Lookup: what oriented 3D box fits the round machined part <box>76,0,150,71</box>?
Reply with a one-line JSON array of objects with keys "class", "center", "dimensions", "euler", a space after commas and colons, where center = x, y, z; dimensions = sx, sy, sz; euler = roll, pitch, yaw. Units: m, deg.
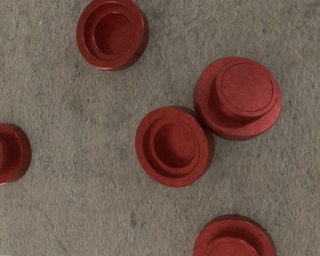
[{"class": "round machined part", "center": [-0.060, -0.125, 0.420], "dimensions": [0.098, 0.042, 0.097], "euler": [0, 90, 19]}]

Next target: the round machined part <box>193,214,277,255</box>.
[{"class": "round machined part", "center": [0.088, 0.157, 0.369], "dimensions": [0.098, 0.042, 0.097], "euler": [0, 90, 19]}]

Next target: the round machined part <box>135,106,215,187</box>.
[{"class": "round machined part", "center": [0.021, 0.020, 0.384], "dimensions": [0.098, 0.042, 0.097], "euler": [6, 102, 28]}]

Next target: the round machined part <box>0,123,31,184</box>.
[{"class": "round machined part", "center": [-0.257, 0.041, 0.489], "dimensions": [0.098, 0.042, 0.097], "euler": [0, 90, 19]}]

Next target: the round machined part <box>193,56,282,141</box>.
[{"class": "round machined part", "center": [0.090, -0.037, 0.345], "dimensions": [0.099, 0.042, 0.098], "euler": [2, 72, -7]}]
